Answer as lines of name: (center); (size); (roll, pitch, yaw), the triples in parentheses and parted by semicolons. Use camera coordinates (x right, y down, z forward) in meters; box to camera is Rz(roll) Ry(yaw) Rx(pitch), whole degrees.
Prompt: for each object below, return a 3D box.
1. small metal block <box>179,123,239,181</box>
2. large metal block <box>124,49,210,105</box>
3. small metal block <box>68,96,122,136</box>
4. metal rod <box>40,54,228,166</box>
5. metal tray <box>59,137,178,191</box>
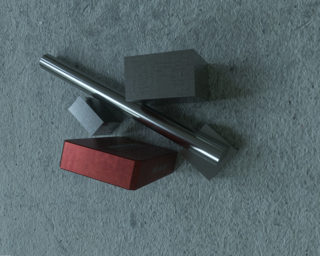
small metal block: (0.062, 0.029, 0.388); (0.050, 0.025, 0.050); (43, 103, 14)
large metal block: (0.012, -0.057, 0.375); (0.080, 0.080, 0.050); (-2, 90, 19)
small metal block: (-0.088, -0.016, 0.426); (0.050, 0.050, 0.025); (46, 104, 14)
metal rod: (-0.050, -0.034, 0.412); (0.300, 0.025, 0.025); (29, 99, 22)
metal tray: (-0.041, 0.036, 0.368); (0.090, 0.130, 0.030); (13, 95, 19)
